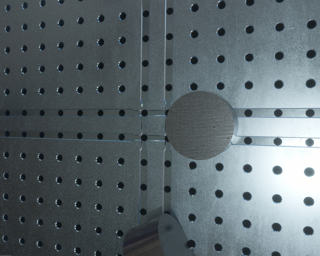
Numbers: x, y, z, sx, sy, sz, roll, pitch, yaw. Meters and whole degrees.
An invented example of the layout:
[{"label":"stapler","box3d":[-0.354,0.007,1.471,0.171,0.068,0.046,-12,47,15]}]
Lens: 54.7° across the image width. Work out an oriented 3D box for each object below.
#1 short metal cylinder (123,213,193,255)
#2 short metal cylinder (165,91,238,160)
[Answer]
[{"label":"short metal cylinder","box3d":[-0.001,0.154,0.383,0.050,0.080,0.080,-30,81,17]},{"label":"short metal cylinder","box3d":[0.053,-0.003,0.380,0.080,0.050,0.079,0,90,19]}]
